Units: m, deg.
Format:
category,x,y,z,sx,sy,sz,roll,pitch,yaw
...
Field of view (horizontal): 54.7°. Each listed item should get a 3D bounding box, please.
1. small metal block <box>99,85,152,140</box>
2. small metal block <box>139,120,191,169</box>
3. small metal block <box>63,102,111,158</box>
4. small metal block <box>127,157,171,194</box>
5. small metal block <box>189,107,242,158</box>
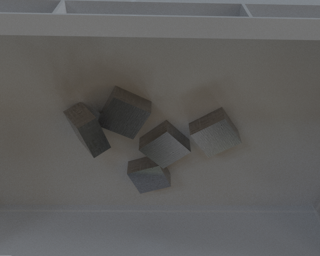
category,x,y,z,sx,sy,sz,roll,pitch,yaw
small metal block,-0.045,-0.019,0.393,0.050,0.025,0.050,23,126,-19
small metal block,0.007,0.023,0.429,0.050,0.025,0.050,-34,123,25
small metal block,-0.092,0.002,0.390,0.025,0.050,0.050,-33,131,-18
small metal block,-0.016,0.070,0.468,0.050,0.025,0.050,-16,129,13
small metal block,0.074,0.007,0.416,0.050,0.025,0.050,-27,125,21
